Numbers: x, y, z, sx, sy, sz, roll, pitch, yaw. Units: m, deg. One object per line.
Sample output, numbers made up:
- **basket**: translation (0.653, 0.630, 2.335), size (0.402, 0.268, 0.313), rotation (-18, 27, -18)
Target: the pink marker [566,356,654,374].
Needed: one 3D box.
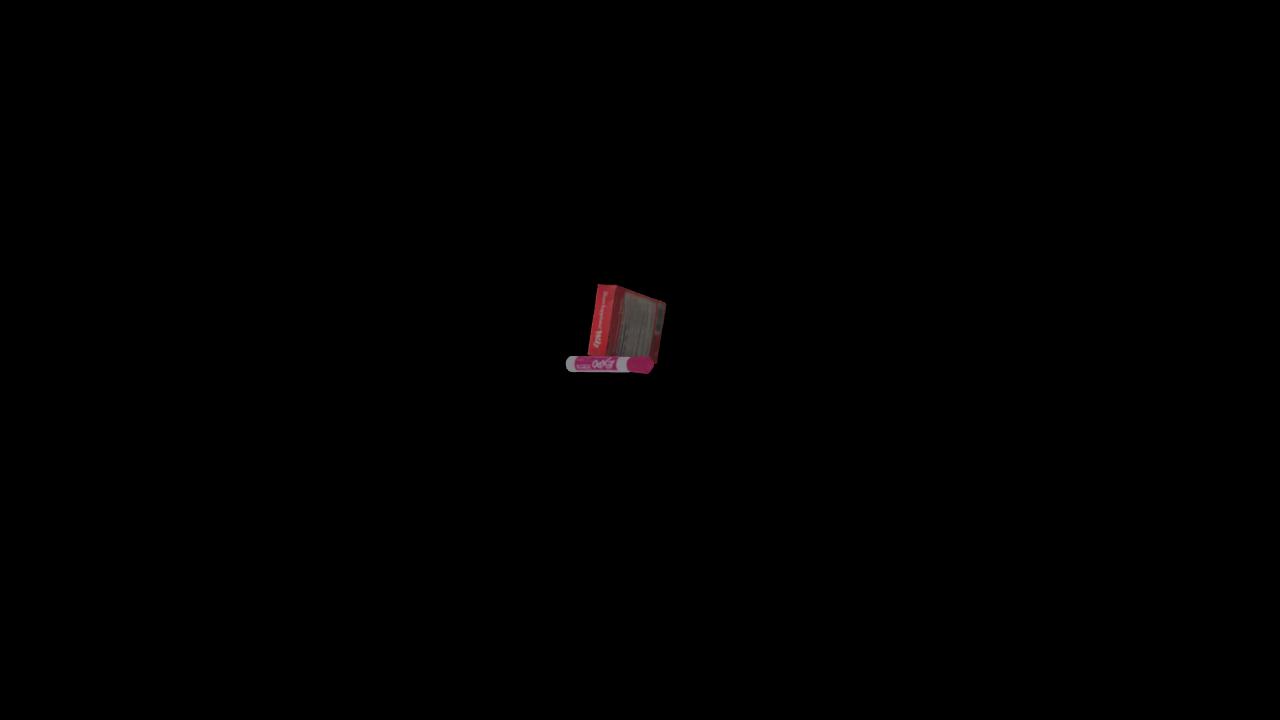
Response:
- **pink marker**: translation (-0.034, 0.005, 0.675), size (0.121, 0.020, 0.020), rotation (0, 0, 40)

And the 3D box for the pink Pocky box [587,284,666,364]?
- **pink Pocky box**: translation (-0.013, -0.041, 0.759), size (0.029, 0.084, 0.155), rotation (9, 1, 23)
